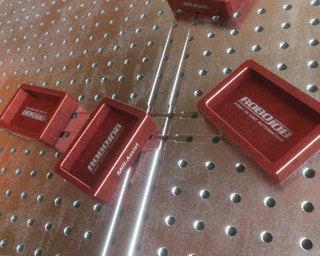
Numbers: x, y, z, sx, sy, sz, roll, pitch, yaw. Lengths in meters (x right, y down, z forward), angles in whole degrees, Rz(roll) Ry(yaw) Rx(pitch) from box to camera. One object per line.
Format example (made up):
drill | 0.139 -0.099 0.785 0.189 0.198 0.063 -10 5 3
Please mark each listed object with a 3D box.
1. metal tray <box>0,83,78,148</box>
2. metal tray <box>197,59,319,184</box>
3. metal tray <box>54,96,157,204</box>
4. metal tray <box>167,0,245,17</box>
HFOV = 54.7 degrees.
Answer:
metal tray | -0.212 -0.025 0.528 0.130 0.030 0.090 13 68 33
metal tray | 0.116 -0.013 0.351 0.090 0.030 0.130 -41 51 0
metal tray | -0.075 0.026 0.426 0.090 0.030 0.130 23 73 36
metal tray | 0.081 -0.232 0.503 0.130 0.030 0.090 26 75 36
